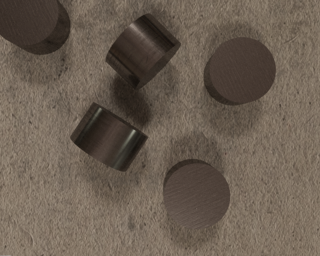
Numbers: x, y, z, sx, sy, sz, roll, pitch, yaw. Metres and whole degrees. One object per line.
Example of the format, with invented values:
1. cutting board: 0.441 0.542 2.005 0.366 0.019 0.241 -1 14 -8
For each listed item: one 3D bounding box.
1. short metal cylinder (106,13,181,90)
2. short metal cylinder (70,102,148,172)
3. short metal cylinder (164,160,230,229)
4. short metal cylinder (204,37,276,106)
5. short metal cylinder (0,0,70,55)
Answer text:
1. short metal cylinder: -0.020 -0.092 0.382 0.050 0.080 0.080 45 90 -1
2. short metal cylinder: -0.061 0.011 0.382 0.080 0.080 0.050 33 90 -1
3. short metal cylinder: 0.045 0.082 0.398 0.081 0.050 0.079 0 90 -1
4. short metal cylinder: 0.100 -0.070 0.399 0.081 0.050 0.079 0 90 -1
5. short metal cylinder: -0.162 -0.139 0.395 0.081 0.050 0.079 0 90 -1
